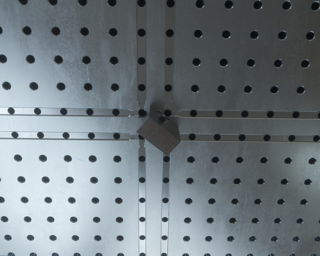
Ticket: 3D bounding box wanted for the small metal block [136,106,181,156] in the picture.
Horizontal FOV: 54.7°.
[{"bbox_3d":[-0.002,0.002,0.401,0.050,0.050,0.025,38,106,-13],"label":"small metal block"}]
